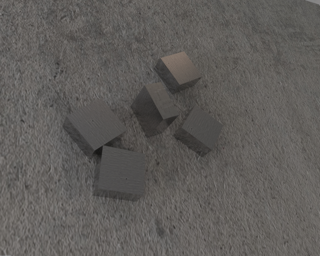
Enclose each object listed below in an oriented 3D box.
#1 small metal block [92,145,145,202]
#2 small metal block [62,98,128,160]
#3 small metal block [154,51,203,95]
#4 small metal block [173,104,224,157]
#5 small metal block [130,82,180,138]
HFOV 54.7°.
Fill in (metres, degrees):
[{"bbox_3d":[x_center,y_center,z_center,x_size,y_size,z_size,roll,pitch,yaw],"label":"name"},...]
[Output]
[{"bbox_3d":[-0.046,0.052,0.347,0.050,0.025,0.050,14,56,-21],"label":"small metal block"},{"bbox_3d":[-0.076,0.000,0.363,0.050,0.025,0.050,50,51,7],"label":"small metal block"},{"bbox_3d":[0.028,-0.084,0.470,0.050,0.025,0.050,-25,76,-37],"label":"small metal block"},{"bbox_3d":[0.054,0.004,0.430,0.050,0.025,0.050,37,51,-4],"label":"small metal block"},{"bbox_3d":[-0.008,-0.023,0.397,0.025,0.050,0.050,-17,71,-35],"label":"small metal block"}]
